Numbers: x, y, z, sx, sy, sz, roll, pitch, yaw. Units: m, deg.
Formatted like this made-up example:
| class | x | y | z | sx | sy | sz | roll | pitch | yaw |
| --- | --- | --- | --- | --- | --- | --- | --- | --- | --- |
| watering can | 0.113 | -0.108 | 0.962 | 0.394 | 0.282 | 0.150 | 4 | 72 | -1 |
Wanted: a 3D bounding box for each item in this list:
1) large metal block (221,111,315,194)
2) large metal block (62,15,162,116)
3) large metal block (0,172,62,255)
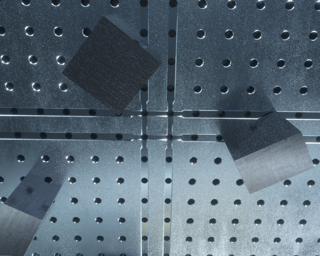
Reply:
| class | x | y | z | sx | sy | sz | roll | pitch | yaw |
| --- | --- | --- | --- | --- | --- | --- | --- | --- | --- |
| large metal block | 0.132 | 0.028 | 0.395 | 0.080 | 0.080 | 0.050 | -25 | 108 | 9 |
| large metal block | -0.054 | -0.076 | 0.372 | 0.080 | 0.050 | 0.080 | 38 | 106 | -13 |
| large metal block | -0.187 | 0.121 | 0.427 | 0.050 | 0.080 | 0.080 | 28 | 108 | -10 |
